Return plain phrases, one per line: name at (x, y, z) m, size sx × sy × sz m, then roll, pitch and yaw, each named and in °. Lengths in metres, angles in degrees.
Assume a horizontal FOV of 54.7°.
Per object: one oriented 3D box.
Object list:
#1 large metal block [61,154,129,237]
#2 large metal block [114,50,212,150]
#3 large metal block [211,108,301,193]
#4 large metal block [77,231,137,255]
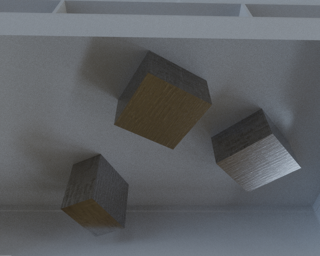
large metal block at (-0.091, 0.100, 0.456) m, size 0.050 × 0.080 × 0.080 m, roll -22°, pitch 127°, yaw 17°
large metal block at (0.002, -0.031, 0.367) m, size 0.080 × 0.050 × 0.080 m, roll 24°, pitch 126°, yaw -20°
large metal block at (0.129, 0.033, 0.423) m, size 0.080 × 0.050 × 0.080 m, roll -33°, pitch 123°, yaw 24°
large metal block at (-0.102, 0.241, 0.599) m, size 0.080 × 0.050 × 0.080 m, roll -29°, pitch 125°, yaw 22°
